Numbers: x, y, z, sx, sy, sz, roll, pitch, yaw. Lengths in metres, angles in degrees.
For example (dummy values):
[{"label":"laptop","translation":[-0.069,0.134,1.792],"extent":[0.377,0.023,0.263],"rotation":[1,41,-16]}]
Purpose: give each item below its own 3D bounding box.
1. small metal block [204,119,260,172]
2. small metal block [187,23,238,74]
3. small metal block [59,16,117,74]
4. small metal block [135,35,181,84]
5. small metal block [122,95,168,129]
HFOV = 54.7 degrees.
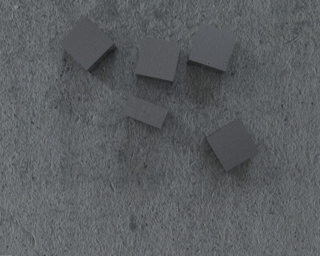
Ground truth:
[{"label":"small metal block","translation":[0.094,0.022,0.411],"extent":[0.050,0.025,0.050],"rotation":[-31,90,0]},{"label":"small metal block","translation":[0.068,-0.104,0.410],"extent":[0.050,0.025,0.050],"rotation":[18,90,0]},{"label":"small metal block","translation":[-0.094,-0.109,0.409],"extent":[0.050,0.025,0.050],"rotation":[44,90,0]},{"label":"small metal block","translation":[-0.002,-0.089,0.410],"extent":[0.050,0.025,0.050],"rotation":[12,90,0]},{"label":"small metal block","translation":[-0.018,-0.020,0.397],"extent":[0.050,0.050,0.025],"rotation":[22,90,0]}]
